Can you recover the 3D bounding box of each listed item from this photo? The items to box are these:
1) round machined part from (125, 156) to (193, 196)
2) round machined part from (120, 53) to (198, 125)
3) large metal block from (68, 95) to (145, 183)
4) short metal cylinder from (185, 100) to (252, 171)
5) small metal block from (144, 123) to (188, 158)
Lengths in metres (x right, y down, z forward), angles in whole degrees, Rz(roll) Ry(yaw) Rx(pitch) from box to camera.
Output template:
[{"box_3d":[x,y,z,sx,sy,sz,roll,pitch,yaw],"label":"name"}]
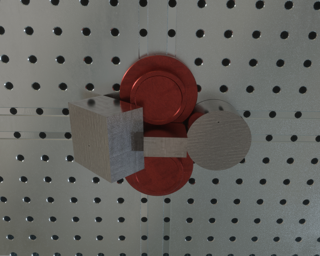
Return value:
[{"box_3d":[-0.003,0.052,0.423,0.099,0.042,0.097,0,110,0],"label":"round machined part"},{"box_3d":[-0.002,-0.042,0.389,0.099,0.042,0.097,0,110,0],"label":"round machined part"},{"box_3d":[-0.066,0.010,0.381,0.050,0.080,0.079,-19,118,-41],"label":"large metal block"},{"box_3d":[0.072,0.008,0.402,0.081,0.050,0.079,0,110,0],"label":"short metal cylinder"},{"box_3d":[0.006,0.014,0.381,0.050,0.050,0.025,1,110,-1],"label":"small metal block"}]
